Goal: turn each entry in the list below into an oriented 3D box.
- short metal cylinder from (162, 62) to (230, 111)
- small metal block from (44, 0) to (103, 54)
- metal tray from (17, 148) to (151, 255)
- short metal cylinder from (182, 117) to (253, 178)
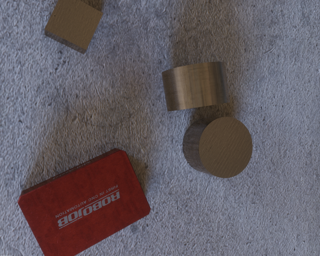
[{"bbox_3d":[0.046,-0.052,0.397,0.081,0.080,0.050,-10,94,-20],"label":"short metal cylinder"},{"bbox_3d":[-0.103,-0.124,0.371,0.050,0.025,0.050,24,82,-19],"label":"small metal block"},{"bbox_3d":[-0.088,0.091,0.374,0.131,0.030,0.090,-25,99,-18],"label":"metal tray"},{"bbox_3d":[0.078,0.025,0.425,0.081,0.050,0.080,0,90,-20],"label":"short metal cylinder"}]
